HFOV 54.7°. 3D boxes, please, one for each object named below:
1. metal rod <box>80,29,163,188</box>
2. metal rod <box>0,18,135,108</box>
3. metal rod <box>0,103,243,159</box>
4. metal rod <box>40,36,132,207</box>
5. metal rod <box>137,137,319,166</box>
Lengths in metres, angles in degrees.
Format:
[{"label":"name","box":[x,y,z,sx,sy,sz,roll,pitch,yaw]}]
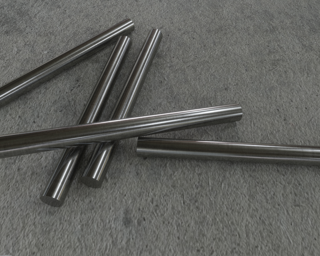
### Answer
[{"label":"metal rod","box":[-0.043,-0.050,0.444,0.025,0.025,0.300,11,51,9]},{"label":"metal rod","box":[-0.156,-0.101,0.486,0.025,0.025,0.302,35,58,26]},{"label":"metal rod","box":[-0.036,0.000,0.374,0.302,0.025,0.025,-9,50,-19]},{"label":"metal rod","box":[-0.088,-0.033,0.430,0.025,0.025,0.300,9,50,7]},{"label":"metal rod","box":[0.124,0.031,0.377,0.302,0.025,0.025,3,50,2]}]
